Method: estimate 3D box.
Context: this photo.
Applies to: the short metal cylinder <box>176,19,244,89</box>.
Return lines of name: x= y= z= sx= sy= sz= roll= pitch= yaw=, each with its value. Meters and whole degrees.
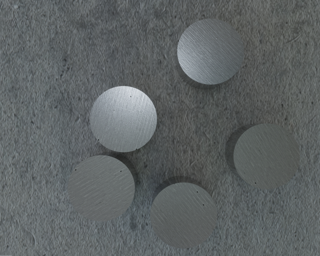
short metal cylinder: x=0.061 y=-0.092 z=0.398 sx=0.081 sy=0.050 sz=0.080 roll=0 pitch=90 yaw=0

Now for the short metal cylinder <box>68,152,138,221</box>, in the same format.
short metal cylinder: x=-0.070 y=0.072 z=0.397 sx=0.081 sy=0.050 sz=0.080 roll=0 pitch=90 yaw=0

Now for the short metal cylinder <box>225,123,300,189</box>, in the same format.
short metal cylinder: x=0.129 y=0.034 z=0.398 sx=0.081 sy=0.050 sz=0.080 roll=0 pitch=90 yaw=0

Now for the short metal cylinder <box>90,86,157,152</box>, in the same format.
short metal cylinder: x=-0.044 y=-0.011 z=0.397 sx=0.081 sy=0.050 sz=0.080 roll=0 pitch=90 yaw=0

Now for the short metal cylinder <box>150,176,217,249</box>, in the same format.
short metal cylinder: x=0.028 y=0.105 z=0.398 sx=0.081 sy=0.050 sz=0.080 roll=0 pitch=90 yaw=0
